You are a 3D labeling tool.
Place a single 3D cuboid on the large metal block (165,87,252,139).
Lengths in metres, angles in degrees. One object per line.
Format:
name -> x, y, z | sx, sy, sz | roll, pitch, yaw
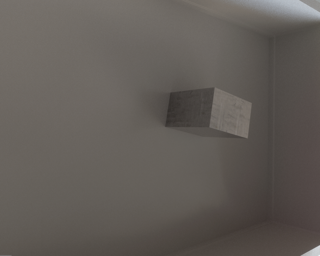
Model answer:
large metal block -> 0.067, -0.018, 0.429 | 0.081, 0.080, 0.050 | 14, 81, -40
